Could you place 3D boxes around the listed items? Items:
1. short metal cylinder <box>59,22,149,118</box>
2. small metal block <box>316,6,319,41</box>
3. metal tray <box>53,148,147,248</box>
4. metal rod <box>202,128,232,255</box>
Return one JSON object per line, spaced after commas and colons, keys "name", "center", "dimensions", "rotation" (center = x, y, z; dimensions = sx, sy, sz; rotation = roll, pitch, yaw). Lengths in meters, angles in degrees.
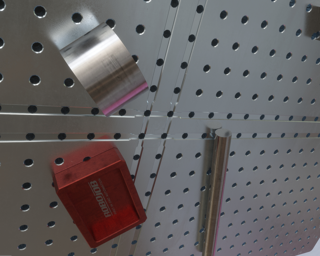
{"name": "short metal cylinder", "center": [-0.055, -0.057, 0.310], "dimensions": [0.050, 0.080, 0.080], "rotation": [-35, 129, -5]}
{"name": "small metal block", "center": [0.260, -0.159, 0.455], "dimensions": [0.050, 0.025, 0.050], "rotation": [-25, 128, -13]}
{"name": "metal tray", "center": [-0.077, 0.099, 0.426], "dimensions": [0.091, 0.030, 0.129], "rotation": [-25, 128, -13]}
{"name": "metal rod", "center": [0.096, 0.134, 0.546], "dimensions": [0.025, 0.025, 0.298], "rotation": [-14, 124, -21]}
